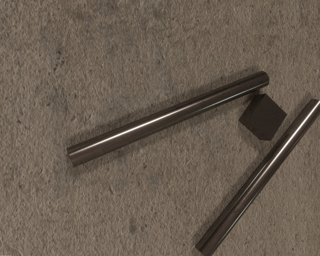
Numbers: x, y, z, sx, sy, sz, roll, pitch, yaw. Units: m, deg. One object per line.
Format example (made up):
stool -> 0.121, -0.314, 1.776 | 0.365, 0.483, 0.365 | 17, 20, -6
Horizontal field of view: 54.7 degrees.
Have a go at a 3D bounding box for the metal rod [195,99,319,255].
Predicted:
metal rod -> 0.158, 0.068, 0.469 | 0.025, 0.025, 0.301 | 47, 75, -15

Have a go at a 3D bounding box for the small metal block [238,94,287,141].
small metal block -> 0.156, -0.016, 0.468 | 0.050, 0.025, 0.050 | 39, 77, -16

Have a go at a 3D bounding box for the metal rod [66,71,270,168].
metal rod -> 0.025, -0.019, 0.419 | 0.302, 0.025, 0.025 | -23, 98, -19
